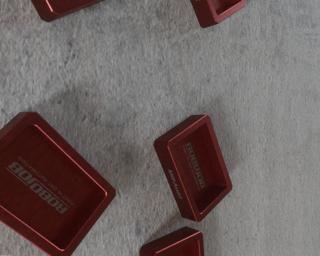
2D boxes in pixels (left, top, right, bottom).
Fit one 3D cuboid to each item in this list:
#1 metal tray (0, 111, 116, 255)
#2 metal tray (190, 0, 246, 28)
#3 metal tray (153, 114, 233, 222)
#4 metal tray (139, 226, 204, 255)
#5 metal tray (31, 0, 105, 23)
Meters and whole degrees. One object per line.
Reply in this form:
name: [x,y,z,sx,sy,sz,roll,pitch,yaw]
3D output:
metal tray: [-0.115,0.058,0.305,0.130,0.030,0.090,52,59,-28]
metal tray: [0.075,-0.229,0.465,0.090,0.030,0.129,-41,115,-33]
metal tray: [0.052,0.056,0.447,0.091,0.030,0.129,-34,111,-35]
metal tray: [0.022,0.213,0.422,0.091,0.030,0.129,-8,96,-40]
metal tray: [-0.107,-0.186,0.312,0.091,0.030,0.129,-39,114,-33]
